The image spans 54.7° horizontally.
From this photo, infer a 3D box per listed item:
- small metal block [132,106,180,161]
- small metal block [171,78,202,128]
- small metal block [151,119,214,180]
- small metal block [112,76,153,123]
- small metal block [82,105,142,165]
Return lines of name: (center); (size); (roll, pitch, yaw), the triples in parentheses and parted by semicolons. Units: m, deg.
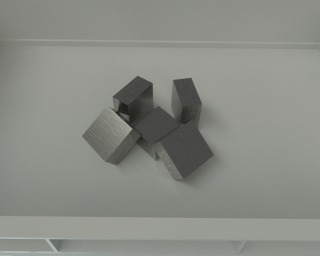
small metal block: (-0.004, 0.006, 0.397); (0.050, 0.025, 0.050); (-35, 58, -26)
small metal block: (0.034, -0.030, 0.412); (0.025, 0.050, 0.050); (-8, 50, -8)
small metal block: (0.027, 0.026, 0.365); (0.050, 0.025, 0.050); (-34, 95, -26)
small metal block: (-0.034, -0.033, 0.413); (0.025, 0.050, 0.050); (29, 56, 22)
small metal block: (-0.059, 0.009, 0.380); (0.050, 0.025, 0.050); (41, 94, 29)
